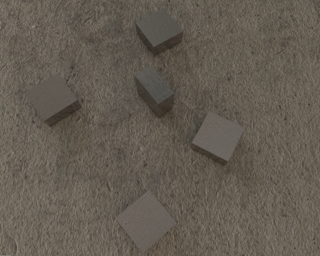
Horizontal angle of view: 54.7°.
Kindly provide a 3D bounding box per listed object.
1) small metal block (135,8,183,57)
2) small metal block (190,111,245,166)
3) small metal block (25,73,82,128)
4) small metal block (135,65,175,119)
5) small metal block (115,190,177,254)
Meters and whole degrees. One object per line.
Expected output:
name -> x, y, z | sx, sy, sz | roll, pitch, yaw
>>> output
small metal block -> -0.001, -0.142, 0.460 | 0.050, 0.025, 0.050 | -31, 73, -11
small metal block -> 0.074, 0.014, 0.403 | 0.050, 0.025, 0.050 | 27, 72, 9
small metal block -> -0.144, -0.037, 0.421 | 0.050, 0.025, 0.050 | -35, 74, -12
small metal block -> -0.007, -0.047, 0.412 | 0.025, 0.050, 0.050 | -35, 74, -12
small metal block -> -0.016, 0.111, 0.367 | 0.050, 0.025, 0.050 | -38, 75, -13
